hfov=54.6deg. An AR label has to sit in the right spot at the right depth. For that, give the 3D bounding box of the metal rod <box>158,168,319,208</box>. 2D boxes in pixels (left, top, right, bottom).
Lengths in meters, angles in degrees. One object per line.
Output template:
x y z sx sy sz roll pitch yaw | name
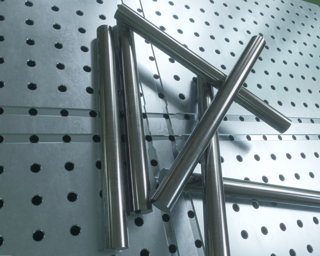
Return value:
0.140 0.088 0.429 0.302 0.025 0.025 11 57 -22 | metal rod

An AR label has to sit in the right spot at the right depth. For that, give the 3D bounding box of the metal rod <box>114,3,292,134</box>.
0.066 -0.085 0.457 0.301 0.025 0.025 34 51 -4 | metal rod

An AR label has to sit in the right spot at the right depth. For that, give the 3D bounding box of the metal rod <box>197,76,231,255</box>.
0.064 0.026 0.399 0.025 0.025 0.300 19 46 -17 | metal rod

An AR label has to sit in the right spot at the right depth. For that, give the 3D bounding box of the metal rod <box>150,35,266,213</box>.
0.075 -0.024 0.405 0.025 0.025 0.301 37 61 -4 | metal rod

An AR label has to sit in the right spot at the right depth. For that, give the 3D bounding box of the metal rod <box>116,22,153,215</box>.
-0.038 -0.039 0.410 0.025 0.025 0.299 7 59 -25 | metal rod

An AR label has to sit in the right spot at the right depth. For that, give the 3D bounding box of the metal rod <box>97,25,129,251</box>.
-0.061 -0.010 0.380 0.025 0.025 0.299 6 59 -25 | metal rod
